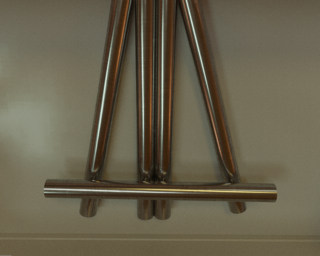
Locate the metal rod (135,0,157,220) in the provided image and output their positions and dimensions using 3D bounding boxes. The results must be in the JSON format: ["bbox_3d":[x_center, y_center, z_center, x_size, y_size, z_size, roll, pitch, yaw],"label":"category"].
[{"bbox_3d":[-0.019,-0.011,0.406,0.025,0.025,0.298,1,110,-1],"label":"metal rod"}]

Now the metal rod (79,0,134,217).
[{"bbox_3d":[-0.074,-0.013,0.404,0.025,0.025,0.298,11,110,-4],"label":"metal rod"}]

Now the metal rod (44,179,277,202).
[{"bbox_3d":[0.001,0.083,0.413,0.302,0.025,0.025,1,110,-1],"label":"metal rod"}]

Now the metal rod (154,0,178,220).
[{"bbox_3d":[0.006,-0.011,0.406,0.025,0.025,0.298,1,110,0],"label":"metal rod"}]

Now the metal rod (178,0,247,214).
[{"bbox_3d":[0.074,-0.017,0.404,0.025,0.025,0.298,-15,110,5],"label":"metal rod"}]
